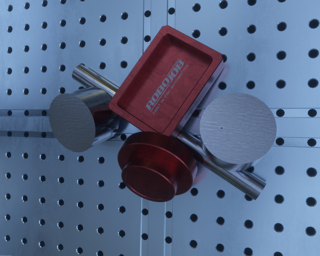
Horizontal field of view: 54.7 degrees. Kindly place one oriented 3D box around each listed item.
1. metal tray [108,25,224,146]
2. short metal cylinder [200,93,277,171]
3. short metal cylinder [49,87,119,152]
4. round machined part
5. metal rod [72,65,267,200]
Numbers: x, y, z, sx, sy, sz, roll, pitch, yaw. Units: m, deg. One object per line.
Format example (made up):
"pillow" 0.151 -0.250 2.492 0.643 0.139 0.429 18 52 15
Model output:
"metal tray" 0.008 -0.054 0.391 0.090 0.030 0.130 34 87 17
"short metal cylinder" 0.087 0.006 0.356 0.080 0.050 0.080 -2 73 8
"short metal cylinder" -0.103 -0.013 0.423 0.080 0.050 0.079 10 111 27
"round machined part" -0.008 0.054 0.377 0.098 0.042 0.097 14 138 14
"metal rod" 0.000 -0.003 0.413 0.300 0.025 0.025 33 101 17
